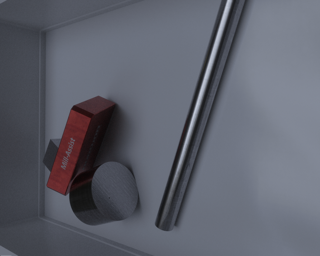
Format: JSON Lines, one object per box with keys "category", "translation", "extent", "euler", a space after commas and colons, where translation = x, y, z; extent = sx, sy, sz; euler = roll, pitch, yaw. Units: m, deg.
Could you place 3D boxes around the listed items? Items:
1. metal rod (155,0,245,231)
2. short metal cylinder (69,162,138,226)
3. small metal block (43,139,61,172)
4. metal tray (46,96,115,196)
{"category": "metal rod", "translation": [0.045, -0.014, 0.368], "extent": [0.025, 0.025, 0.298], "euler": [25, 106, 37]}
{"category": "short metal cylinder", "translation": [-0.077, 0.092, 0.432], "extent": [0.050, 0.081, 0.080], "euler": [-24, 75, 37]}
{"category": "small metal block", "translation": [-0.179, 0.053, 0.551], "extent": [0.050, 0.025, 0.050], "euler": [38, 113, 33]}
{"category": "metal tray", "translation": [-0.113, 0.023, 0.453], "extent": [0.030, 0.090, 0.129], "euler": [25, 108, 5]}
